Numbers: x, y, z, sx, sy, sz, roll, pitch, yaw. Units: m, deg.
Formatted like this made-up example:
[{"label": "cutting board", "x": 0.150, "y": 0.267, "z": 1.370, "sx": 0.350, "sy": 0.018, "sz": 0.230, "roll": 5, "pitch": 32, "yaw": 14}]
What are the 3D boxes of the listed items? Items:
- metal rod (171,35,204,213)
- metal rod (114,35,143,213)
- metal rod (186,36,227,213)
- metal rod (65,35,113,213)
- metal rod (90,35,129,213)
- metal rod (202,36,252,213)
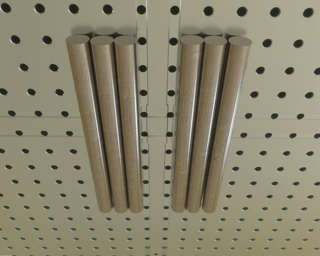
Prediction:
[{"label": "metal rod", "x": 0.033, "y": 0.019, "z": 0.427, "sx": 0.025, "sy": 0.025, "sz": 0.298, "roll": 0, "pitch": 130, "yaw": -1}, {"label": "metal rod", "x": -0.038, "y": 0.020, "z": 0.427, "sx": 0.025, "sy": 0.025, "sz": 0.298, "roll": 0, "pitch": 130, "yaw": -1}, {"label": "metal rod", "x": 0.058, "y": 0.020, "z": 0.428, "sx": 0.025, "sy": 0.025, "sz": 0.298, "roll": 0, "pitch": 130, "yaw": -1}, {"label": "metal rod", "x": -0.089, "y": 0.019, "z": 0.426, "sx": 0.025, "sy": 0.025, "sz": 0.298, "roll": 0, "pitch": 130, "yaw": -1}, {"label": "metal rod", "x": -0.064, "y": 0.020, "z": 0.427, "sx": 0.025, "sy": 0.025, "sz": 0.298, "roll": 0, "pitch": 130, "yaw": -1}, {"label": "metal rod", "x": 0.084, "y": 0.020, "z": 0.429, "sx": 0.025, "sy": 0.025, "sz": 0.298, "roll": 0, "pitch": 130, "yaw": -1}]
